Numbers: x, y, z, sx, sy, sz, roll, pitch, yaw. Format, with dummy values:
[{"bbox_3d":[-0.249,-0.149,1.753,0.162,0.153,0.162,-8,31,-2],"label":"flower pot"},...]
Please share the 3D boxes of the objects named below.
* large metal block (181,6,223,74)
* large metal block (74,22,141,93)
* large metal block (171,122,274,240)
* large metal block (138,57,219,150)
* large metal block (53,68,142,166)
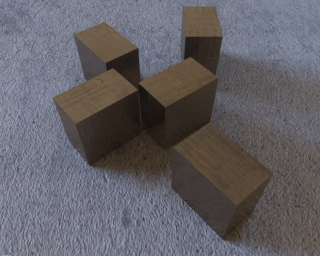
[{"bbox_3d":[0.060,-0.129,0.476,0.050,0.080,0.080,0,50,0],"label":"large metal block"},{"bbox_3d":[-0.073,-0.091,0.443,0.050,0.080,0.080,-32,57,-24],"label":"large metal block"},{"bbox_3d":[0.058,0.055,0.321,0.050,0.080,0.080,-33,58,-24],"label":"large metal block"},{"bbox_3d":[0.022,-0.031,0.393,0.081,0.080,0.050,-31,57,-23],"label":"large metal block"},{"bbox_3d":[-0.072,-0.013,0.378,0.080,0.080,0.050,-32,57,-24],"label":"large metal block"}]
